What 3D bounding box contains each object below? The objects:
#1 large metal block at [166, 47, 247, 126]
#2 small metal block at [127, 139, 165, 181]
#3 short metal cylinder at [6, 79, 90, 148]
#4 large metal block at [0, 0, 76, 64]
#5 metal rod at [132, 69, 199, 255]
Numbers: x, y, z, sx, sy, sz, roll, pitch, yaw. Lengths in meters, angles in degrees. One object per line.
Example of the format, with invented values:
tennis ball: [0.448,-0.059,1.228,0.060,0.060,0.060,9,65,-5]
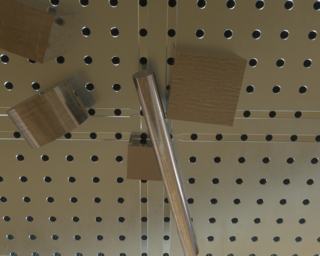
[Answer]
large metal block: [0.053,-0.052,0.381,0.081,0.050,0.079,7,110,-3]
small metal block: [-0.019,0.044,0.429,0.050,0.025,0.050,4,110,-2]
short metal cylinder: [-0.134,-0.018,0.376,0.080,0.080,0.050,-24,108,8]
large metal block: [-0.149,-0.114,0.340,0.080,0.080,0.050,20,109,-7]
metal rod: [0.015,0.067,0.414,0.025,0.025,0.298,-13,118,4]
